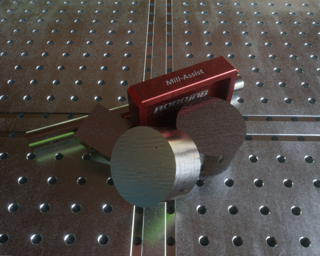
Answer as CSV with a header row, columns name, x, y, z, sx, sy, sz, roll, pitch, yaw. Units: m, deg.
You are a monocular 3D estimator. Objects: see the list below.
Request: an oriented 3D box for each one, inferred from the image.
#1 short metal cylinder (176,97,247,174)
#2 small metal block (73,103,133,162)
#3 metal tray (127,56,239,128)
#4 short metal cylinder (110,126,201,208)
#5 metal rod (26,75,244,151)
name,x,y,z,sx,sy,sz,roll,pitch,yaw
short metal cylinder,0.057,0.009,0.373,0.081,0.050,0.080,2,58,-4
small metal block,-0.069,0.006,0.381,0.050,0.025,0.050,32,71,1
metal tray,0.028,-0.029,0.385,0.131,0.089,0.030,-21,53,-17
short metal cylinder,-0.005,0.039,0.326,0.080,0.080,0.050,40,19,28
metal rod,-0.023,-0.026,0.424,0.302,0.025,0.025,-17,52,-14
